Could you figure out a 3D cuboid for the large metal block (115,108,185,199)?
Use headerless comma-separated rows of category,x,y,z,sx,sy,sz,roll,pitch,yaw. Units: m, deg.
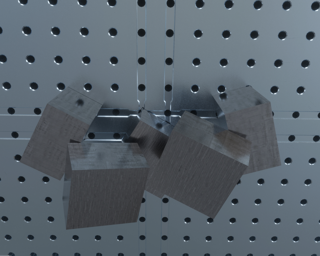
large metal block,-0.011,0.033,0.411,0.080,0.050,0.080,31,107,-11

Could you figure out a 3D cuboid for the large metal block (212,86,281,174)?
large metal block,0.105,0.000,0.385,0.050,0.080,0.080,-15,110,5

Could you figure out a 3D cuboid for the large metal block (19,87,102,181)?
large metal block,-0.119,0.004,0.383,0.050,0.080,0.080,28,107,-10

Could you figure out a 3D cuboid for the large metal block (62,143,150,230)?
large metal block,-0.064,0.064,0.353,0.081,0.050,0.079,1,119,-23

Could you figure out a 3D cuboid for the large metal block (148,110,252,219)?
large metal block,0.043,0.040,0.341,0.080,0.050,0.079,26,122,6
